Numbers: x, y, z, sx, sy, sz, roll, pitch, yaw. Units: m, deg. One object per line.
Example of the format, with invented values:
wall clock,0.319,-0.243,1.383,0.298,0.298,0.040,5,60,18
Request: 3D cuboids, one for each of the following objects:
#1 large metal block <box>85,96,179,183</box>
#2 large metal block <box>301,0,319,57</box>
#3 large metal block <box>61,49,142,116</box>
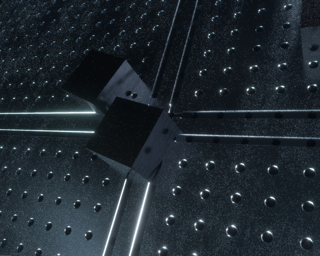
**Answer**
large metal block,-0.035,0.013,0.401,0.080,0.050,0.080,18,71,34
large metal block,0.212,-0.135,0.364,0.080,0.050,0.080,1,62,28
large metal block,-0.090,-0.068,0.480,0.080,0.050,0.080,25,75,36
